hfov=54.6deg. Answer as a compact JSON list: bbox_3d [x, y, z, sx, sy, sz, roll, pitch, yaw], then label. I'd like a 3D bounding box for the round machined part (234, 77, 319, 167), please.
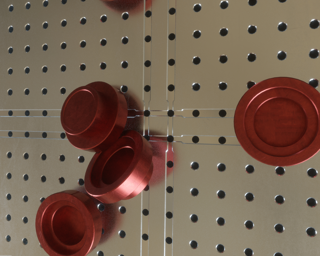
[{"bbox_3d":[0.137,-0.007,0.355,0.098,0.042,0.097,0,90,20],"label":"round machined part"}]

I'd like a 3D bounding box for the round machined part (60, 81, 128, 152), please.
[{"bbox_3d":[-0.096,-0.019,0.423,0.098,0.042,0.098,-10,70,29],"label":"round machined part"}]

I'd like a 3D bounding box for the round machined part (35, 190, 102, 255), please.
[{"bbox_3d":[-0.126,0.138,0.449,0.098,0.042,0.097,0,90,20],"label":"round machined part"}]

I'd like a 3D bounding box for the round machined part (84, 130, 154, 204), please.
[{"bbox_3d":[-0.048,0.054,0.403,0.098,0.042,0.098,-28,37,24],"label":"round machined part"}]
